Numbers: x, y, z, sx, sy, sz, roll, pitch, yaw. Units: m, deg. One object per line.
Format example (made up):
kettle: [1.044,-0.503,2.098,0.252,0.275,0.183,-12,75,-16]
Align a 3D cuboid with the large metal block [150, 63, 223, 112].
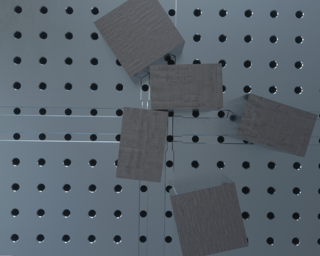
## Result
large metal block: [0.030,-0.047,0.386,0.080,0.080,0.050,-2,90,0]

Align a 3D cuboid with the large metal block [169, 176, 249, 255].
large metal block: [0.060,0.113,0.401,0.080,0.050,0.080,-12,90,0]

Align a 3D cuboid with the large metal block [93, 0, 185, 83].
large metal block: [-0.025,-0.116,0.401,0.080,0.050,0.080,-33,90,0]

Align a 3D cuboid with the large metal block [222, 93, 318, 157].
large metal block: [0.131,-0.003,0.387,0.080,0.080,0.050,18,90,0]

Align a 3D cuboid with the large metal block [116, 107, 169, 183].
large metal block: [-0.020,0.018,0.386,0.050,0.080,0.080,6,90,0]
